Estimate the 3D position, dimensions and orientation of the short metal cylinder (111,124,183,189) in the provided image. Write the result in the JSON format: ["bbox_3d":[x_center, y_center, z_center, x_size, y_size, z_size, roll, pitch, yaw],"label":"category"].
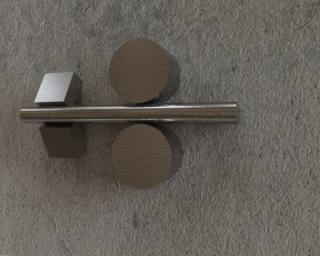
[{"bbox_3d":[-0.015,0.035,0.402,0.080,0.050,0.079,0,90,20],"label":"short metal cylinder"}]

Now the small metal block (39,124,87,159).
[{"bbox_3d":[-0.139,0.016,0.449,0.050,0.025,0.050,1,117,19],"label":"small metal block"}]

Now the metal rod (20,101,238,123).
[{"bbox_3d":[-0.054,-0.019,0.403,0.301,0.025,0.025,0,90,20],"label":"metal rod"}]

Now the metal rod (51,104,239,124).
[{"bbox_3d":[-0.046,-0.018,0.426,0.301,0.025,0.025,0,90,19],"label":"metal rod"}]

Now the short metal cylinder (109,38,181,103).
[{"bbox_3d":[-0.018,-0.071,0.403,0.080,0.050,0.079,0,90,20],"label":"short metal cylinder"}]

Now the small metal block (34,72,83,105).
[{"bbox_3d":[-0.147,-0.053,0.452,0.050,0.025,0.050,0,63,20],"label":"small metal block"}]
